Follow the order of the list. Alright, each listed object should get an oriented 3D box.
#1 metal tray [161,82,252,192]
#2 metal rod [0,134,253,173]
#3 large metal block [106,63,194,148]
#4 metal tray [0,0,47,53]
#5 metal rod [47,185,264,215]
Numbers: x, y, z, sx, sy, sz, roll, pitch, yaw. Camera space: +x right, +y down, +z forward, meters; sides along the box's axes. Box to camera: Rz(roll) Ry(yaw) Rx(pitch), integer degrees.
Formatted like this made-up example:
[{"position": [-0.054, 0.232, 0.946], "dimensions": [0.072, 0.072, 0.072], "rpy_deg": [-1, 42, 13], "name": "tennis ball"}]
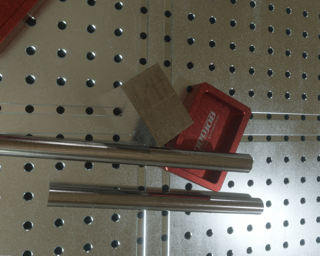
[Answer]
[{"position": [0.064, 0.013, 0.435], "dimensions": [0.090, 0.030, 0.130], "rpy_deg": [27, 81, -19], "name": "metal tray"}, {"position": [-0.032, 0.033, 0.377], "dimensions": [0.302, 0.025, 0.025], "rpy_deg": [5, 88, -11], "name": "metal rod"}, {"position": [-0.015, -0.026, 0.379], "dimensions": [0.050, 0.080, 0.080], "rpy_deg": [-36, 102, -17], "name": "large metal block"}, {"position": [-0.181, -0.159, 0.342], "dimensions": [0.090, 0.030, 0.130], "rpy_deg": [38, 78, -17], "name": "metal tray"}, {"position": [0.009, 0.099, 0.417], "dimensions": [0.302, 0.025, 0.025], "rpy_deg": [8, 88, -20], "name": "metal rod"}]
